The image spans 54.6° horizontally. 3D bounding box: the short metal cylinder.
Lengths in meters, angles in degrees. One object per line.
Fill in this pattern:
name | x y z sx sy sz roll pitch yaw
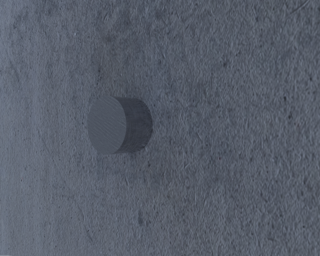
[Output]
short metal cylinder | -0.057 -0.004 0.437 0.080 0.050 0.080 0 90 40
